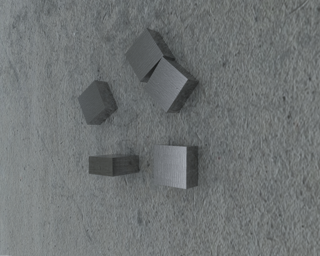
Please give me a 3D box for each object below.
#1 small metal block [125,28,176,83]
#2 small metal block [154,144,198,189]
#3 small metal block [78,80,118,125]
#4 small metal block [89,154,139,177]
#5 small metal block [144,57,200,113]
[{"bbox_3d":[-0.014,-0.096,0.417,0.050,0.025,0.050,-43,64,31],"label":"small metal block"},{"bbox_3d":[0.020,0.046,0.389,0.050,0.025,0.050,1,91,40],"label":"small metal block"},{"bbox_3d":[-0.098,-0.039,0.486,0.050,0.025,0.050,-37,67,34],"label":"small metal block"},{"bbox_3d":[-0.066,0.052,0.443,0.050,0.050,0.025,-1,89,40],"label":"small metal block"},{"bbox_3d":[0.014,-0.054,0.394,0.050,0.025,0.050,47,118,29],"label":"small metal block"}]
